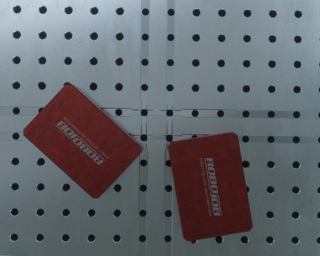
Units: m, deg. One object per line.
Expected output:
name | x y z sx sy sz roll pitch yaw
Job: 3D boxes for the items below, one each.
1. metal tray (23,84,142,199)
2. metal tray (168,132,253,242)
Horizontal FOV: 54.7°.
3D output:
metal tray | -0.099 0.017 0.410 0.130 0.030 0.090 43 90 0
metal tray | 0.065 0.075 0.411 0.091 0.030 0.129 -9 90 0
